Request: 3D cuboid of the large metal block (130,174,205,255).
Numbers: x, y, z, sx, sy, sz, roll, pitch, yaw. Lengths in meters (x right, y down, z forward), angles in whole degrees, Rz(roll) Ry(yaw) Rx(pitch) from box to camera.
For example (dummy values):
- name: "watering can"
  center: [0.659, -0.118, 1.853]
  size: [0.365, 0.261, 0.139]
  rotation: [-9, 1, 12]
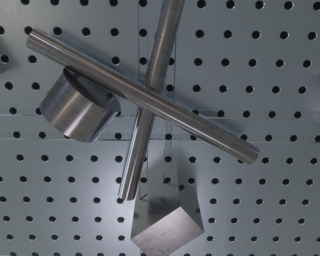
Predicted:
- name: "large metal block"
  center: [0.009, 0.123, 0.430]
  size: [0.080, 0.080, 0.050]
  rotation: [-37, 106, 12]

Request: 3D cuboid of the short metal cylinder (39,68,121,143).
- name: "short metal cylinder"
  center: [-0.095, -0.028, 0.373]
  size: [0.080, 0.080, 0.050]
  rotation: [37, 106, -13]

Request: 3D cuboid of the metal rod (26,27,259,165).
- name: "metal rod"
  center: [-0.012, -0.033, 0.373]
  size: [0.301, 0.025, 0.025]
  rotation: [28, 108, -10]

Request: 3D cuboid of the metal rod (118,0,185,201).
- name: "metal rod"
  center: [-0.013, -0.038, 0.399]
  size: [0.025, 0.025, 0.298]
  rotation: [13, 110, -5]

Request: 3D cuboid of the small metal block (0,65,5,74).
- name: "small metal block"
  center: [-0.222, -0.079, 0.369]
  size: [0.025, 0.050, 0.050]
  rotation: [-26, 108, 9]
